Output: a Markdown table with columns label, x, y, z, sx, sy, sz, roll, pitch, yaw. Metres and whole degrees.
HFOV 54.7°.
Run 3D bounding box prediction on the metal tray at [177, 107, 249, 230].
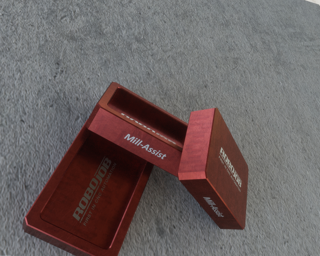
| label | x | y | z | sx | sy | sz | roll | pitch | yaw |
| --- | --- | --- | --- | --- | --- | --- | --- | --- | --- |
| metal tray | 0.068 | 0.051 | 0.360 | 0.130 | 0.030 | 0.090 | 53 | 40 | -40 |

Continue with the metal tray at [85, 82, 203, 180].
| label | x | y | z | sx | sy | sz | roll | pitch | yaw |
| --- | --- | --- | --- | --- | --- | --- | --- | --- | --- |
| metal tray | -0.013 | 0.001 | 0.365 | 0.131 | 0.030 | 0.090 | 29 | 22 | -10 |

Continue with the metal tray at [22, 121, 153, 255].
| label | x | y | z | sx | sy | sz | roll | pitch | yaw |
| --- | --- | --- | --- | --- | --- | --- | --- | --- | --- |
| metal tray | -0.067 | 0.063 | 0.325 | 0.090 | 0.030 | 0.130 | 30 | 52 | -9 |
